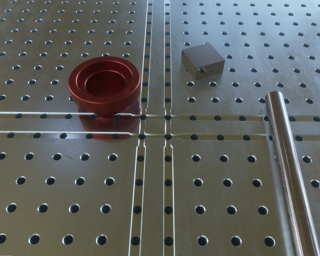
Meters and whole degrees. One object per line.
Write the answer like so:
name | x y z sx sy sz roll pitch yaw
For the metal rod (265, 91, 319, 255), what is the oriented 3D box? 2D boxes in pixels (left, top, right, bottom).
metal rod | 0.151 0.070 0.350 0.025 0.025 0.300 4 50 3

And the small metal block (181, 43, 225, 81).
small metal block | 0.068 -0.108 0.499 0.050 0.025 0.050 -18 53 -15

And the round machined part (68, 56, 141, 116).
round machined part | -0.076 -0.056 0.443 0.099 0.042 0.098 0 50 0
